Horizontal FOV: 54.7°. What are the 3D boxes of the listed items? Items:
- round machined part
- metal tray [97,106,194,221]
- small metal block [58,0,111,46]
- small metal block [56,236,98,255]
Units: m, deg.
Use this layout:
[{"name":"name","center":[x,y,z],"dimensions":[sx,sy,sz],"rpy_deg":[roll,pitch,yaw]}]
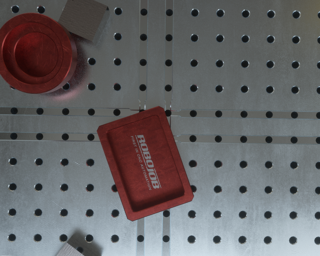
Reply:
[{"name":"round machined part","center":[-0.155,-0.093,0.399],"dimensions":[0.099,0.042,0.097],"rpy_deg":[0,97,3]},{"name":"metal tray","center":[-0.019,0.046,0.410],"dimensions":[0.090,0.030,0.129],"rpy_deg":[-19,90,-1]},{"name":"small metal block","center":[-0.101,-0.145,0.412],"dimensions":[0.050,0.025,0.050],"rpy_deg":[24,90,-1]},{"name":"small metal block","center":[-0.116,0.183,0.412],"dimensions":[0.050,0.025,0.050],"rpy_deg":[38,90,-1]}]
